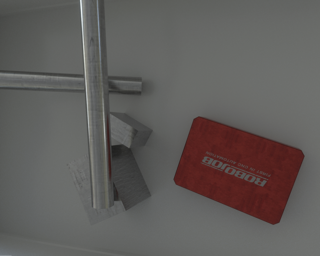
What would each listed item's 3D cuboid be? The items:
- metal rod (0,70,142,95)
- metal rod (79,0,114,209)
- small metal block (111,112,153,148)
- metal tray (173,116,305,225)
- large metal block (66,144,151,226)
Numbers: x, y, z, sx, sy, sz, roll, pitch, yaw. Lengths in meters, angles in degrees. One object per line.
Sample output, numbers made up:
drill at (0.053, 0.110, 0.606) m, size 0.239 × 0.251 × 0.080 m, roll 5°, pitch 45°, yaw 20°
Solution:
metal rod at (-0.176, -0.062, 0.406) m, size 0.302 × 0.025 × 0.025 m, roll 2°, pitch 91°, yaw -5°
metal rod at (-0.068, -0.061, 0.326) m, size 0.025 × 0.025 × 0.298 m, roll 1°, pitch 99°, yaw 19°
small metal block at (-0.045, 0.002, 0.412) m, size 0.050 × 0.050 × 0.025 m, roll 31°, pitch 100°, yaw 17°
metal tray at (0.092, 0.047, 0.375) m, size 0.130 × 0.030 × 0.089 m, roll 20°, pitch 96°, yaw 18°
large metal block at (-0.063, 0.069, 0.402) m, size 0.050 × 0.080 × 0.080 m, roll -27°, pitch 81°, yaw 18°
